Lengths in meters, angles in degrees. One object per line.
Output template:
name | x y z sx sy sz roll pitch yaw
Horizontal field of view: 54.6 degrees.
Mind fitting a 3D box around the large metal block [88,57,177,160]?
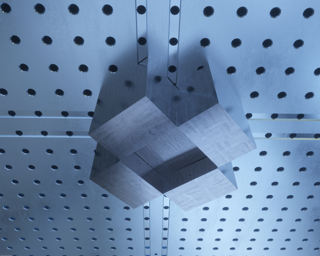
large metal block | -0.029 -0.023 0.356 0.080 0.080 0.050 -31 124 24

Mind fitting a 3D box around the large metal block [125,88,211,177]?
large metal block | 0.012 0.007 0.400 0.080 0.050 0.080 -30 123 25

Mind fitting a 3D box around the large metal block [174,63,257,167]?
large metal block | 0.063 -0.015 0.363 0.050 0.080 0.080 -32 124 23

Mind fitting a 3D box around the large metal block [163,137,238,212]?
large metal block | 0.051 0.055 0.424 0.080 0.080 0.050 -30 124 23

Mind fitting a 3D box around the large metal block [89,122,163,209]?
large metal block | -0.041 0.047 0.415 0.050 0.080 0.080 -32 124 24
